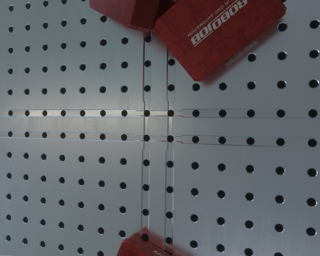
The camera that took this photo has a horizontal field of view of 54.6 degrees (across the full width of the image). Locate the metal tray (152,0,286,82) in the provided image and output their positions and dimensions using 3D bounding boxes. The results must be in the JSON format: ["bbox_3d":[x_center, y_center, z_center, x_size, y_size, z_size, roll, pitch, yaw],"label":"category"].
[{"bbox_3d":[0.067,-0.130,0.369,0.130,0.030,0.090,-38,101,16],"label":"metal tray"}]

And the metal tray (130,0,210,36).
[{"bbox_3d":[0.008,-0.180,0.407,0.130,0.030,0.090,30,100,17],"label":"metal tray"}]

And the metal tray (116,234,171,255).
[{"bbox_3d":[-0.005,0.214,0.411,0.130,0.030,0.090,25,98,18],"label":"metal tray"}]

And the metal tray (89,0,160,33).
[{"bbox_3d":[-0.043,-0.179,0.381,0.130,0.030,0.089,43,122,46],"label":"metal tray"}]
